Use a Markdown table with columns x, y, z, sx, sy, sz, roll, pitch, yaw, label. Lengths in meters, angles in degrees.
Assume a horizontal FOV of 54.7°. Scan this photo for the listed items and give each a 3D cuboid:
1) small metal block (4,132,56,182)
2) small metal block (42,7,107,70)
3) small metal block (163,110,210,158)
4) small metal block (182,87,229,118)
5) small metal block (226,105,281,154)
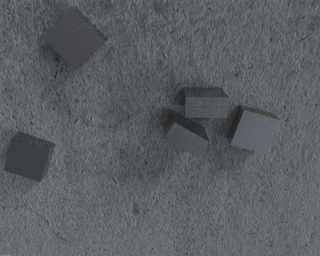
| x | y | z | sx | sy | sz | roll | pitch | yaw | label |
| --- | --- | --- | --- | --- | --- | --- | --- | --- | --- |
| -0.177 | 0.039 | 0.423 | 0.050 | 0.025 | 0.050 | 20 | 109 | -8 | small metal block |
| -0.100 | -0.107 | 0.369 | 0.050 | 0.025 | 0.050 | -41 | 105 | 13 | small metal block |
| 0.032 | 0.006 | 0.399 | 0.050 | 0.050 | 0.025 | 29 | 108 | -10 | small metal block |
| 0.055 | -0.033 | 0.385 | 0.050 | 0.050 | 0.025 | 1 | 110 | 0 | small metal block |
| 0.123 | 0.002 | 0.411 | 0.050 | 0.025 | 0.050 | 15 | 109 | -6 | small metal block |
